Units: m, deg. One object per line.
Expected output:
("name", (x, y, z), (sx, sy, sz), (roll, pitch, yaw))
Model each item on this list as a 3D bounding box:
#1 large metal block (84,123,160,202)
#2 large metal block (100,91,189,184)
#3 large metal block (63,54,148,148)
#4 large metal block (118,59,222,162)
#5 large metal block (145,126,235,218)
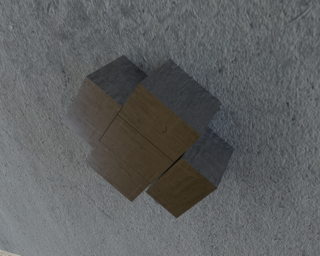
("large metal block", (-0.038, 0.036, 0.414), (0.080, 0.080, 0.050), (41, 129, 0))
("large metal block", (-0.012, 0.007, 0.382), (0.080, 0.080, 0.050), (41, 129, 0))
("large metal block", (-0.063, -0.034, 0.384), (0.050, 0.080, 0.080), (41, 129, 0))
("large metal block", (0.014, -0.023, 0.351), (0.080, 0.080, 0.050), (41, 129, 0))
("large metal block", (0.038, 0.052, 0.384), (0.050, 0.080, 0.080), (41, 129, 0))
